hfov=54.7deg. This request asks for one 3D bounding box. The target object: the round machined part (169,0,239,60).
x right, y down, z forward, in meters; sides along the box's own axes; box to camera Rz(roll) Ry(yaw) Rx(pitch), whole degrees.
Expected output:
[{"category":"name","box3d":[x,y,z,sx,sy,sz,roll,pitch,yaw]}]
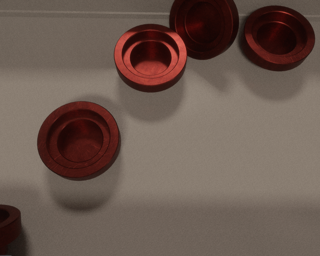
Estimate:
[{"category":"round machined part","box3d":[0.065,-0.148,0.435,0.098,0.097,0.042,42,43,13]}]

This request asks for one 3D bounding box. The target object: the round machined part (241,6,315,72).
[{"category":"round machined part","box3d":[0.166,-0.124,0.448,0.099,0.042,0.098,0,70,-1]}]

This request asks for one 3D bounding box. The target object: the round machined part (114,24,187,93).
[{"category":"round machined part","box3d":[-0.013,-0.093,0.435,0.099,0.042,0.098,0,70,-1]}]

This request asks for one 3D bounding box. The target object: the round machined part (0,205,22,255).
[{"category":"round machined part","box3d":[-0.202,0.119,0.331,0.099,0.098,0.042,-1,96,-1]}]

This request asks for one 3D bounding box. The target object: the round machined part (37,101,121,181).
[{"category":"round machined part","box3d":[-0.099,0.019,0.393,0.099,0.042,0.098,0,70,-1]}]
